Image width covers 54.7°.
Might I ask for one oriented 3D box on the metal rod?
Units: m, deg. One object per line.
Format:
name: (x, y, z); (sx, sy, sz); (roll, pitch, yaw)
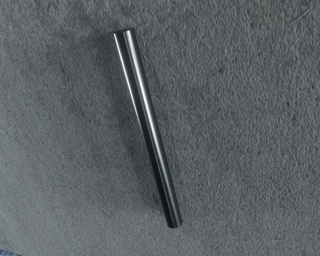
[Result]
metal rod: (-0.010, 0.018, 0.423); (0.025, 0.025, 0.298); (0, 119, 28)
